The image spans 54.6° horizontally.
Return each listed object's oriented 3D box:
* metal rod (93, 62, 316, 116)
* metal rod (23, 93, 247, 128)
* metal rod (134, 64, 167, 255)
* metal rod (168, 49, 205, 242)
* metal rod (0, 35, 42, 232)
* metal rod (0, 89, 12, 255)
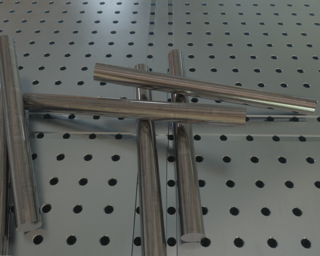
[{"bbox_3d":[0.063,-0.053,0.424,0.302,0.025,0.025,9,50,-4],"label":"metal rod"},{"bbox_3d":[-0.045,-0.025,0.399,0.301,0.025,0.025,5,50,16],"label":"metal rod"},{"bbox_3d":[-0.016,0.024,0.387,0.025,0.025,0.300,-4,50,-3],"label":"metal rod"},{"bbox_3d":[0.030,-0.004,0.410,0.025,0.025,0.300,-1,50,-1],"label":"metal rod"},{"bbox_3d":[-0.186,-0.015,0.399,0.025,0.025,0.299,-16,58,-13],"label":"metal rod"},{"bbox_3d":[-0.186,0.057,0.358,0.025,0.025,0.300,-12,51,-10],"label":"metal rod"}]
